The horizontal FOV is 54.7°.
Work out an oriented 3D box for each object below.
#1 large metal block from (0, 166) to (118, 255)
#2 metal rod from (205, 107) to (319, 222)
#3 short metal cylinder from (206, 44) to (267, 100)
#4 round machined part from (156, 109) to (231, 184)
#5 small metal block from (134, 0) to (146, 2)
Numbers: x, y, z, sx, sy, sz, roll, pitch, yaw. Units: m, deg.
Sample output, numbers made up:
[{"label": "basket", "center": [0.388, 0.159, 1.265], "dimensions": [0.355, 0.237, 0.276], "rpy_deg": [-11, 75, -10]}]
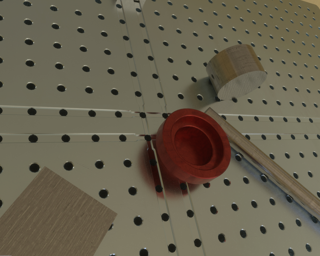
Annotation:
[{"label": "large metal block", "center": [-0.099, 0.096, 0.280], "dimensions": [0.080, 0.050, 0.080], "rpy_deg": [35, 51, -5]}, {"label": "metal rod", "center": [0.180, 0.075, 0.459], "dimensions": [0.300, 0.025, 0.025], "rpy_deg": [40, 51, -1]}, {"label": "short metal cylinder", "center": [0.120, -0.086, 0.490], "dimensions": [0.081, 0.080, 0.050], "rpy_deg": [-6, 65, -31]}, {"label": "round machined part", "center": [0.039, 0.027, 0.402], "dimensions": [0.099, 0.042, 0.098], "rpy_deg": [14, 56, -21]}, {"label": "small metal block", "center": [-0.050, -0.249, 0.533], "dimensions": [0.050, 0.025, 0.050], "rpy_deg": [-3, 63, -30]}]
